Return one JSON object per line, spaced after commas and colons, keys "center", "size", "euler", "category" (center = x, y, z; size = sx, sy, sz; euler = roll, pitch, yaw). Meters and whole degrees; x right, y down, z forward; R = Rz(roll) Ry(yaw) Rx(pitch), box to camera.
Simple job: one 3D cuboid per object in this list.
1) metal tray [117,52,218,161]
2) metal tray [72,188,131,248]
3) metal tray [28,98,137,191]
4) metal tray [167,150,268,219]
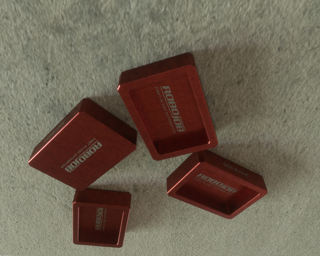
{"center": [0.014, -0.020, 0.386], "size": [0.090, 0.030, 0.130], "euler": [-15, 129, 11], "category": "metal tray"}
{"center": [-0.103, 0.159, 0.537], "size": [0.091, 0.030, 0.129], "euler": [7, 130, -7], "category": "metal tray"}
{"center": [-0.106, 0.028, 0.427], "size": [0.090, 0.030, 0.130], "euler": [36, 121, -27], "category": "metal tray"}
{"center": [0.087, 0.090, 0.481], "size": [0.131, 0.030, 0.090], "euler": [26, 125, -21], "category": "metal tray"}
